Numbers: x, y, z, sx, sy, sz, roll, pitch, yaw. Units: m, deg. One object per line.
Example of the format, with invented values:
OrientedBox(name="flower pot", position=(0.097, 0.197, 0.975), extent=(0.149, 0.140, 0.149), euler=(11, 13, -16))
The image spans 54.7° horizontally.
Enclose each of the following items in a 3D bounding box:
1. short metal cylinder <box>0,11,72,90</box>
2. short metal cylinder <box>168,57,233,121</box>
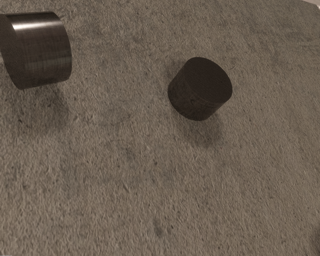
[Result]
OrientedBox(name="short metal cylinder", position=(-0.141, -0.087, 0.347), extent=(0.050, 0.080, 0.080), euler=(-20, 73, -36))
OrientedBox(name="short metal cylinder", position=(0.058, -0.057, 0.456), extent=(0.081, 0.050, 0.080), euler=(14, 56, -21))
